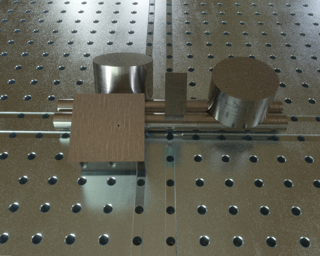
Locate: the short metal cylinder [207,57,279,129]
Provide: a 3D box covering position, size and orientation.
[{"bbox_3d":[0.103,-0.046,0.394,0.081,0.050,0.080,0,50,0],"label":"short metal cylinder"}]

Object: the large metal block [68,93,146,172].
[{"bbox_3d":[-0.057,0.006,0.363,0.081,0.050,0.080,0,70,-1],"label":"large metal block"}]

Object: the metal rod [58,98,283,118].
[{"bbox_3d":[0.014,-0.028,0.427,0.302,0.025,0.025,1,50,0],"label":"metal rod"}]

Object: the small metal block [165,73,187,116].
[{"bbox_3d":[0.019,-0.043,0.386,0.025,0.050,0.050,1,8,0],"label":"small metal block"}]

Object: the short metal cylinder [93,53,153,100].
[{"bbox_3d":[-0.050,-0.070,0.427,0.081,0.050,0.080,1,26,0],"label":"short metal cylinder"}]

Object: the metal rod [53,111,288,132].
[{"bbox_3d":[0.014,-0.009,0.411,0.302,0.025,0.025,1,50,0],"label":"metal rod"}]
